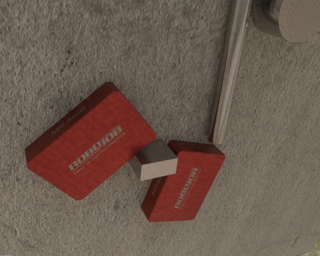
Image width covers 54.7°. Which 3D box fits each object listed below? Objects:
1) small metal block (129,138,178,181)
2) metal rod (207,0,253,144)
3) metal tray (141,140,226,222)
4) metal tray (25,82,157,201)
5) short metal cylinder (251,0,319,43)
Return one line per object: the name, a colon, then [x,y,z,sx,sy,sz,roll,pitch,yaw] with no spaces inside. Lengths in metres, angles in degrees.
small metal block: [-0.011,0.041,0.411,0.050,0.050,0.025,-8,122,-25]
metal rod: [0.094,-0.111,0.391,0.025,0.025,0.298,-10,123,-24]
metal tray: [0.035,0.085,0.477,0.091,0.030,0.129,8,114,-33]
metal tray: [-0.080,0.018,0.373,0.130,0.030,0.090,-40,130,-1]
short metal cylinder: [0.162,-0.153,0.387,0.081,0.050,0.079,-14,125,-21]
